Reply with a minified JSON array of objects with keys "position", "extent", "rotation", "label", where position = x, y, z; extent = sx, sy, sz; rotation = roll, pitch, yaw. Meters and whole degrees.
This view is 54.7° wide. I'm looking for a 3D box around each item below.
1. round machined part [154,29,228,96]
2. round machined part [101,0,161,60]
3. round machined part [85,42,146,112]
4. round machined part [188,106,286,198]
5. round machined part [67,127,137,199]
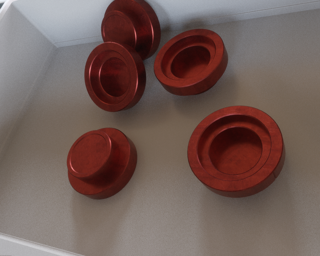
[{"position":[0.045,-0.084,0.423],"extent":[0.098,0.042,0.098],"rotation":[-13,56,21],"label":"round machined part"},{"position":[-0.051,-0.146,0.473],"extent":[0.098,0.097,0.042],"rotation":[11,31,33],"label":"round machined part"},{"position":[-0.060,-0.074,0.452],"extent":[0.098,0.042,0.097],"rotation":[7,103,31],"label":"round machined part"},{"position":[0.083,0.028,0.334],"extent":[0.098,0.042,0.098],"rotation":[-13,56,21],"label":"round machined part"},{"position":[-0.084,0.042,0.413],"extent":[0.098,0.042,0.098],"rotation":[-13,56,21],"label":"round machined part"}]
